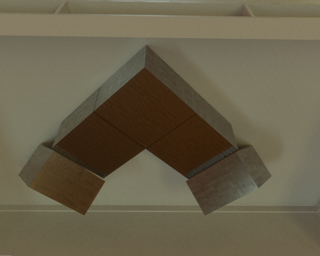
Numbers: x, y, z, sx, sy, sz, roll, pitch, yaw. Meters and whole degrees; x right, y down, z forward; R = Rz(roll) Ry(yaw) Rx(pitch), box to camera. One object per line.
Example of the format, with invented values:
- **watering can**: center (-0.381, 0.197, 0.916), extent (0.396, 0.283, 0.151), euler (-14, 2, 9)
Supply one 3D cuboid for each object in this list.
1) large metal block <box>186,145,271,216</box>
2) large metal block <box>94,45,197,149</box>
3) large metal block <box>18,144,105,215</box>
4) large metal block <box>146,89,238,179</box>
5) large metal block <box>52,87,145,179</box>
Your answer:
- **large metal block**: center (0.095, 0.069, 0.422), extent (0.080, 0.050, 0.080), euler (-36, 165, 26)
- **large metal block**: center (-0.016, -0.033, 0.361), extent (0.080, 0.050, 0.080), euler (-36, 122, 26)
- **large metal block**: center (-0.134, 0.068, 0.418), extent (0.080, 0.050, 0.080), euler (38, 163, -28)
- **large metal block**: center (0.040, 0.010, 0.399), extent (0.080, 0.050, 0.080), euler (-36, 122, 26)
- **large metal block**: center (-0.075, 0.009, 0.397), extent (0.080, 0.050, 0.080), euler (-36, 122, 26)
